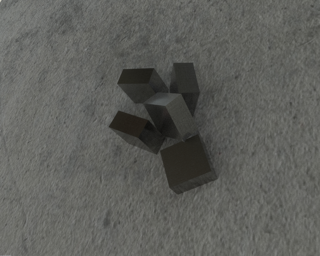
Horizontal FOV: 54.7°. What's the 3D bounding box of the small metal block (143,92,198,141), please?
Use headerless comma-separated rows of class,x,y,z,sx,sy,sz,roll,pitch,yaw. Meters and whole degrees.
small metal block,0.012,-0.015,0.376,0.025,0.050,0.050,-39,26,-22

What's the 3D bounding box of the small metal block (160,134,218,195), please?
small metal block,0.033,0.042,0.360,0.050,0.025,0.050,-24,53,13

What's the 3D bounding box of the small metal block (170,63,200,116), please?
small metal block,0.030,-0.048,0.397,0.025,0.050,0.050,-3,56,-7

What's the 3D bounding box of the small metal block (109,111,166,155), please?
small metal block,-0.029,0.006,0.398,0.050,0.050,0.025,18,72,35

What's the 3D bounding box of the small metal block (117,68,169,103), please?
small metal block,-0.023,-0.058,0.434,0.050,0.050,0.025,4,64,30
